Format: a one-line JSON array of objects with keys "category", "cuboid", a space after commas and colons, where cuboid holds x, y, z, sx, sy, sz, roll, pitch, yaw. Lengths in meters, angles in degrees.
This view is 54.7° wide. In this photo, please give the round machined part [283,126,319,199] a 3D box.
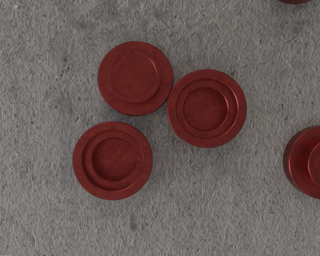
[{"category": "round machined part", "cuboid": [0.217, 0.045, 0.403, 0.099, 0.042, 0.097, 0, 90, 0]}]

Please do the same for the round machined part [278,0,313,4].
[{"category": "round machined part", "cuboid": [0.175, -0.209, 0.402, 0.099, 0.042, 0.097, 0, 90, 0]}]

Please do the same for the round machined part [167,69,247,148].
[{"category": "round machined part", "cuboid": [0.058, -0.024, 0.402, 0.099, 0.042, 0.097, 0, 90, 0]}]

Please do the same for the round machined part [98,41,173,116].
[{"category": "round machined part", "cuboid": [-0.032, -0.064, 0.401, 0.099, 0.042, 0.097, 0, 90, 0]}]

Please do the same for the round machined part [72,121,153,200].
[{"category": "round machined part", "cuboid": [-0.058, 0.040, 0.401, 0.099, 0.042, 0.097, 0, 90, 0]}]
